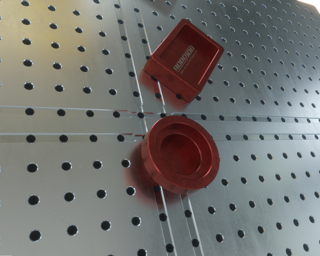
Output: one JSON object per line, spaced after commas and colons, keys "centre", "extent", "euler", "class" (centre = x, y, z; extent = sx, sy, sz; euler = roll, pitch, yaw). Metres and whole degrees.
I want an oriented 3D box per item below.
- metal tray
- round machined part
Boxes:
{"centre": [0.043, -0.112, 0.498], "extent": [0.090, 0.030, 0.130], "euler": [36, 51, -5], "class": "metal tray"}
{"centre": [0.022, 0.036, 0.389], "extent": [0.099, 0.042, 0.098], "euler": [14, 56, -21], "class": "round machined part"}
